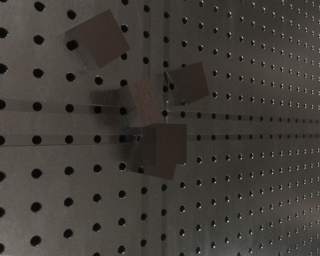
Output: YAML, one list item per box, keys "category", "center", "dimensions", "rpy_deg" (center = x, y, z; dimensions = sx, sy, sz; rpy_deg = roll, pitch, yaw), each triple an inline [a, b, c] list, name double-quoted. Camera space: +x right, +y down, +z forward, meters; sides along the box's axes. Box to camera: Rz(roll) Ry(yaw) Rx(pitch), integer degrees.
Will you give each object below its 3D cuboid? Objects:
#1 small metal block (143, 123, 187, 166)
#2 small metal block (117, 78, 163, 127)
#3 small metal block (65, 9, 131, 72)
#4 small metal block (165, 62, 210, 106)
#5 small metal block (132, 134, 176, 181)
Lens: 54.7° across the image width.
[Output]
- category: "small metal block"
  center: [0.007, 0.020, 0.384]
  dimensions: [0.050, 0.025, 0.050]
  rpy_deg: [1, 89, -40]
- category: "small metal block"
  center: [-0.025, -0.029, 0.367]
  dimensions: [0.025, 0.050, 0.050]
  rpy_deg: [-21, 98, -21]
- category: "small metal block"
  center: [-0.069, -0.099, 0.352]
  dimensions: [0.050, 0.025, 0.050]
  rpy_deg: [-43, 116, -32]
- category: "small metal block"
  center: [0.041, -0.064, 0.445]
  dimensions: [0.050, 0.025, 0.050]
  rpy_deg: [-26, 107, -37]
- category: "small metal block"
  center: [-0.004, 0.039, 0.408]
  dimensions: [0.050, 0.025, 0.050]
  rpy_deg: [20, 77, -39]
